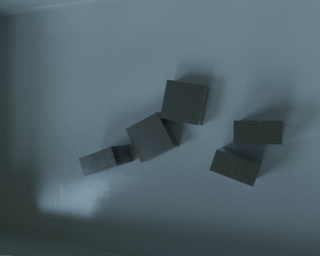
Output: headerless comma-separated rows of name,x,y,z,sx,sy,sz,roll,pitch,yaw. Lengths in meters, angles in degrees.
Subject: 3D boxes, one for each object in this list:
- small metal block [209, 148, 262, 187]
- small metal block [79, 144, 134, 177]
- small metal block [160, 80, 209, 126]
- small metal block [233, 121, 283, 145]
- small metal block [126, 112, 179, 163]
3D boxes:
small metal block,0.091,0.044,0.365,0.050,0.050,0.025,19,97,18
small metal block,-0.072,0.043,0.421,0.050,0.050,0.025,-20,84,18
small metal block,0.032,-0.032,0.399,0.050,0.025,0.050,12,94,19
small metal block,0.113,0.004,0.357,0.050,0.050,0.025,1,91,19
small metal block,-0.010,0.013,0.413,0.050,0.025,0.050,-28,81,17
